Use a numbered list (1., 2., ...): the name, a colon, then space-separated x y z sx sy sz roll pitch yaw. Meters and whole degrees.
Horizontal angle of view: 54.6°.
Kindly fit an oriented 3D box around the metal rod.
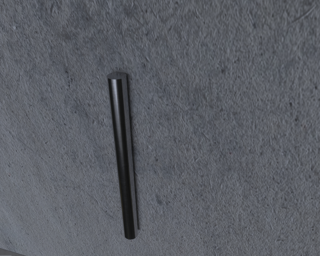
1. metal rod: -0.053 0.061 0.472 0.025 0.025 0.298 13 124 21
